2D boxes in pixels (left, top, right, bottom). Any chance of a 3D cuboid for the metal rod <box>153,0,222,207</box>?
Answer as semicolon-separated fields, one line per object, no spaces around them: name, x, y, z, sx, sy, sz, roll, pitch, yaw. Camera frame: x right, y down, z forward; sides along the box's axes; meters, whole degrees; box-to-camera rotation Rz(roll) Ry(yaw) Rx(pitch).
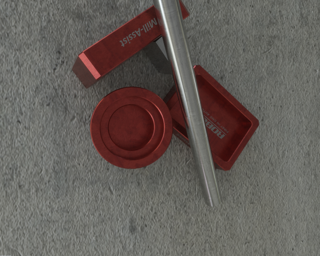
metal rod;0.038;-0.021;0.369;0.025;0.025;0.298;-28;121;-18

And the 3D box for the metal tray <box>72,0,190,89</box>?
metal tray;-0.037;-0.099;0.362;0.131;0.090;0.030;-39;103;-16

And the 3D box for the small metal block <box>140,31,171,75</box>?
small metal block;0.006;-0.096;0.395;0.025;0.050;0.050;-44;119;-12

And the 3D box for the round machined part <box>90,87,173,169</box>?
round machined part;-0.037;-0.001;0.385;0.099;0.042;0.097;-1;93;-14

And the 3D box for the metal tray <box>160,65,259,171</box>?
metal tray;0.067;-0.013;0.434;0.130;0.030;0.090;40;77;-16
